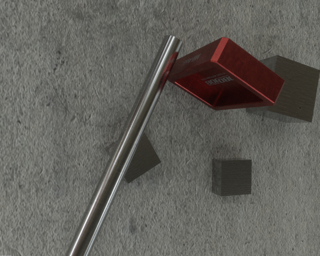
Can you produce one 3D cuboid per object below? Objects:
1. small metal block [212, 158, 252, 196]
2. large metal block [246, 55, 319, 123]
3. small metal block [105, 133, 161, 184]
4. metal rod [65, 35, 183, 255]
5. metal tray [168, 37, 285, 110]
[{"bbox_3d":[0.104,0.070,0.449,0.050,0.025,0.050,1,90,-21],"label":"small metal block"},{"bbox_3d":[0.184,-0.055,0.466,0.081,0.050,0.080,12,86,-20],"label":"large metal block"},{"bbox_3d":[-0.035,0.035,0.397,0.050,0.025,0.050,-32,101,-18],"label":"small metal block"},{"bbox_3d":[-0.042,0.026,0.367,0.025,0.025,0.299,26,81,-19],"label":"metal rod"},{"bbox_3d":[0.073,-0.059,0.381,0.090,0.130,0.030,30,80,-18],"label":"metal tray"}]
